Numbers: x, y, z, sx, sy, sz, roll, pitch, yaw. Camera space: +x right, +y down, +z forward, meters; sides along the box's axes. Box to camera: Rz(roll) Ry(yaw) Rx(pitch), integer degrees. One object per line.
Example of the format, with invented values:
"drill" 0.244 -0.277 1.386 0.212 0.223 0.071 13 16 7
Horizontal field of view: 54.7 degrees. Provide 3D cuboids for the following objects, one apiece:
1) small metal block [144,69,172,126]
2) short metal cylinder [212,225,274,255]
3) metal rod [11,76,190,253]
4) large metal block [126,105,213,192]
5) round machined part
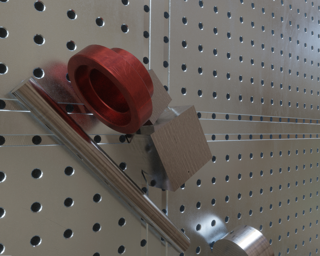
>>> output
"small metal block" -0.018 -0.038 0.392 0.050 0.025 0.050 55 51 -26
"short metal cylinder" 0.130 0.201 0.486 0.050 0.080 0.079 -18 102 -39
"metal rod" -0.051 0.062 0.368 0.300 0.025 0.025 51 60 -28
"large metal block" 0.014 0.024 0.407 0.081 0.050 0.080 -35 112 -35
"round machined part" -0.046 -0.044 0.325 0.042 0.098 0.098 -46 118 -30
